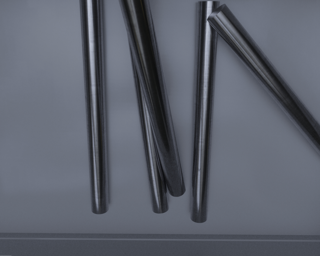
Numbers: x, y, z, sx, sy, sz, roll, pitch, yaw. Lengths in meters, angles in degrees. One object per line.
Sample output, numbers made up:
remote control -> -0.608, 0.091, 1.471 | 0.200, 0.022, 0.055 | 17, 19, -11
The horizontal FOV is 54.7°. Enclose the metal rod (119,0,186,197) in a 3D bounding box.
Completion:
metal rod -> 0.000, -0.017, 0.343 | 0.025, 0.025, 0.299 | -10, 133, 4

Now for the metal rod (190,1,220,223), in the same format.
metal rod -> 0.057, -0.006, 0.409 | 0.025, 0.025, 0.298 | 0, 110, 0

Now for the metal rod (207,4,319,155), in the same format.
metal rod -> 0.164, -0.030, 0.388 | 0.025, 0.025, 0.300 | -42, 110, 14

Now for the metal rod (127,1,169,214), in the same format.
metal rod -> -0.016, -0.021, 0.403 | 0.025, 0.025, 0.298 | -6, 110, 2

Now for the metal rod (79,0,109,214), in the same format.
metal rod -> -0.084, -0.021, 0.402 | 0.025, 0.025, 0.298 | 1, 110, -1
